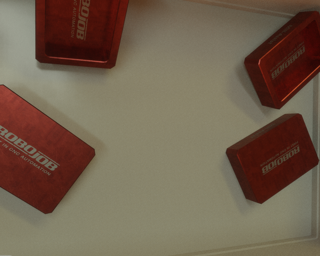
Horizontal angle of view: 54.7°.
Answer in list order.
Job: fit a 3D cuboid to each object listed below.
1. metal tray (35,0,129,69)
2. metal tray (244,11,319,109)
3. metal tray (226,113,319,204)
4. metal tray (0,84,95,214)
[{"bbox_3d":[-0.084,-0.127,0.331,0.091,0.129,0.030,1,47,-21],"label":"metal tray"},{"bbox_3d":[0.195,-0.102,0.465,0.130,0.030,0.090,-40,120,-13],"label":"metal tray"},{"bbox_3d":[0.175,0.044,0.474,0.131,0.030,0.090,-28,100,-18],"label":"metal tray"},{"bbox_3d":[-0.153,0.025,0.352,0.130,0.030,0.090,39,77,-16],"label":"metal tray"}]
